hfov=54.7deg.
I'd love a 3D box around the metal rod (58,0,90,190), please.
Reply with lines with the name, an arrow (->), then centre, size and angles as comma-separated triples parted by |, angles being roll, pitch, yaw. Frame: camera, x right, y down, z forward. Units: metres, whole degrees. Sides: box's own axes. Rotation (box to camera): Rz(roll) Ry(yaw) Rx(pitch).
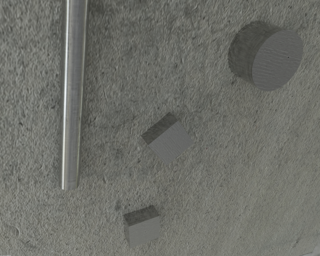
metal rod -> -0.089, -0.061, 0.320 | 0.025, 0.025, 0.298 | -4, 120, -27

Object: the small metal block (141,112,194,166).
small metal block -> 0.011, 0.015, 0.423 | 0.050, 0.025, 0.050 | -40, 130, -2

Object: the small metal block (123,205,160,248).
small metal block -> -0.029, 0.155, 0.487 | 0.050, 0.025, 0.050 | -14, 124, -21

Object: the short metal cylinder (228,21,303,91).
short metal cylinder -> 0.138, -0.095, 0.407 | 0.081, 0.050, 0.079 | -14, 124, -21
